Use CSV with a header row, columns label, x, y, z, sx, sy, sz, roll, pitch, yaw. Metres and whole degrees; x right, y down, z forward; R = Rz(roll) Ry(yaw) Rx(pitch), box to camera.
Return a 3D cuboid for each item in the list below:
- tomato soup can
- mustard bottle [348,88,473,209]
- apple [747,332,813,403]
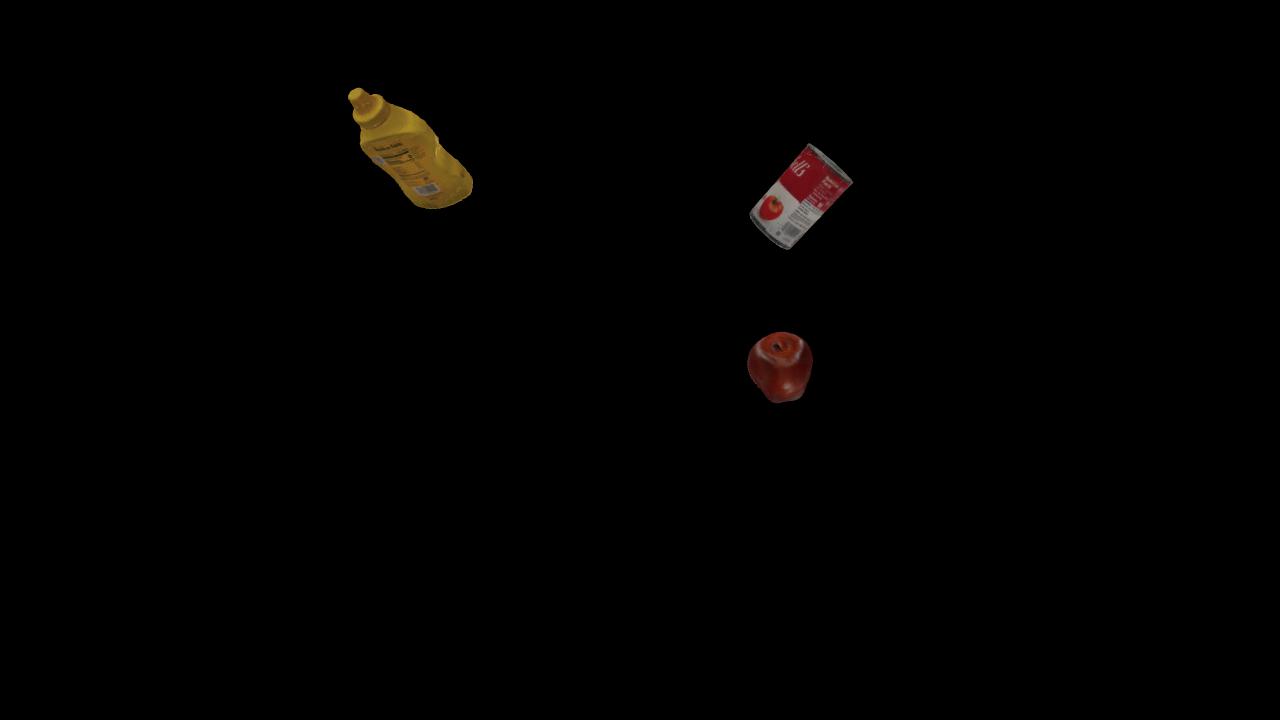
label,x,y,z,sx,sy,sz,roll,pitch,yaw
tomato soup can,0.183,-0.185,0.705,0.068,0.068,0.101,0,-42,-51
mustard bottle,-0.291,-0.262,0.761,0.092,0.054,0.184,-3,-22,17
apple,0.173,0.010,0.760,0.079,0.079,0.093,0,-42,18
